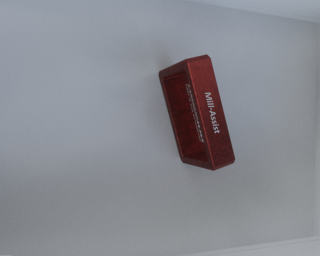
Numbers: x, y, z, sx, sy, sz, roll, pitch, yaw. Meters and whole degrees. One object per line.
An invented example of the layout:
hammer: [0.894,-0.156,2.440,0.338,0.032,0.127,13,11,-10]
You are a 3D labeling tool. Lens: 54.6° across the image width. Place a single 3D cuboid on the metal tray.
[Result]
metal tray: [0.043,-0.017,0.388,0.030,0.090,0.129,-17,96,-20]
